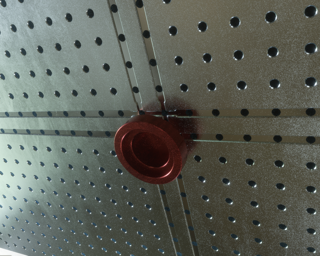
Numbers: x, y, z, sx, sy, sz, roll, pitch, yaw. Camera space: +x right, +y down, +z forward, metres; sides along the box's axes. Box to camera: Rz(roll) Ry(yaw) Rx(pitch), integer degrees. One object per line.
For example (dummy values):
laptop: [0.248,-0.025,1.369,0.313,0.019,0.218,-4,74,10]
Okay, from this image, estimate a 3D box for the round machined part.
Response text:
round machined part: [-0.009,0.025,0.419,0.098,0.042,0.097,13,124,20]
